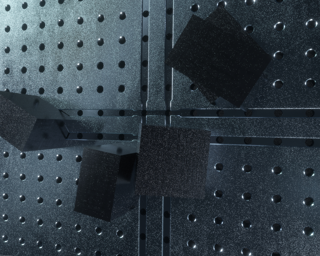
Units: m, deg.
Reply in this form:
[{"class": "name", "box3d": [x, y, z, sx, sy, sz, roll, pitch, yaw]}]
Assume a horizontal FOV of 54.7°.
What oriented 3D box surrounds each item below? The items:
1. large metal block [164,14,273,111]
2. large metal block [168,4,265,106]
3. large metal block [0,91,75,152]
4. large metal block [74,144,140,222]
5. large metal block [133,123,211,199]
[{"class": "large metal block", "box3d": [0.062, -0.060, 0.308, 0.080, 0.080, 0.050, 34, 101, 16]}, {"class": "large metal block", "box3d": [0.072, -0.083, 0.374, 0.080, 0.050, 0.080, -41, 78, 15]}, {"class": "large metal block", "box3d": [-0.188, -0.010, 0.448, 0.080, 0.080, 0.050, 31, 100, 17]}, {"class": "large metal block", "box3d": [-0.061, 0.066, 0.404, 0.050, 0.080, 0.079, 11, 94, 19]}, {"class": "large metal block", "box3d": [0.012, 0.038, 0.378, 0.081, 0.050, 0.079, 5, 92, -8]}]
